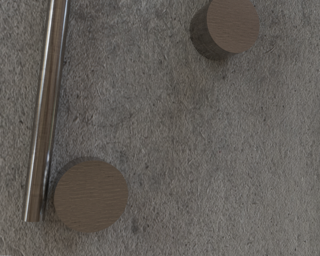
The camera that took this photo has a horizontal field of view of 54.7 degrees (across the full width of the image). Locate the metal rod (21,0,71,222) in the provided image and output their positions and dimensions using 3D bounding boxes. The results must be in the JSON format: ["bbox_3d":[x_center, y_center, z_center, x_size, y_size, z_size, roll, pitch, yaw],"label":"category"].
[{"bbox_3d":[-0.130,-0.044,0.361,0.025,0.025,0.298,7,88,-20],"label":"metal rod"}]

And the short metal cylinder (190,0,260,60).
[{"bbox_3d":[0.088,-0.138,0.428,0.081,0.050,0.079,0,90,-20],"label":"short metal cylinder"}]

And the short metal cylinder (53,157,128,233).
[{"bbox_3d":[-0.083,0.075,0.365,0.081,0.050,0.079,0,90,-20],"label":"short metal cylinder"}]
